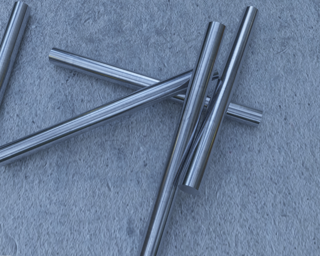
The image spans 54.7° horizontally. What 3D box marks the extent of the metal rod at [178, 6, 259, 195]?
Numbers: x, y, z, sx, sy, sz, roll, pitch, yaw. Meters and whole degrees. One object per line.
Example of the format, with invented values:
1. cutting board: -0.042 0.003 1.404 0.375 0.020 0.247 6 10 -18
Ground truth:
1. metal rod: 0.085 -0.054 0.403 0.025 0.025 0.300 20 62 7

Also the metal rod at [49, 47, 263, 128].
1. metal rod: -0.010 -0.058 0.429 0.301 0.025 0.025 18 71 6

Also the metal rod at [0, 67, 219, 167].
1. metal rod: -0.068 -0.019 0.397 0.301 0.025 0.025 -22 72 -2

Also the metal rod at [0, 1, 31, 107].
1. metal rod: -0.228 -0.045 0.422 0.025 0.025 0.299 6 70 2

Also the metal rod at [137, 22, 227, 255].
1. metal rod: 0.026 0.017 0.366 0.025 0.025 0.299 17 84 6
